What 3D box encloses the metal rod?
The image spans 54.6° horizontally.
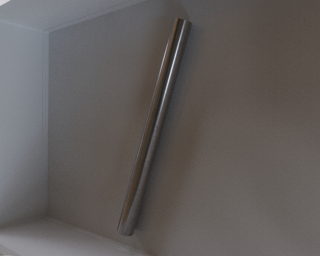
[{"bbox_3d":[-0.011,0.008,0.414,0.025,0.025,0.298,25,106,37],"label":"metal rod"}]
